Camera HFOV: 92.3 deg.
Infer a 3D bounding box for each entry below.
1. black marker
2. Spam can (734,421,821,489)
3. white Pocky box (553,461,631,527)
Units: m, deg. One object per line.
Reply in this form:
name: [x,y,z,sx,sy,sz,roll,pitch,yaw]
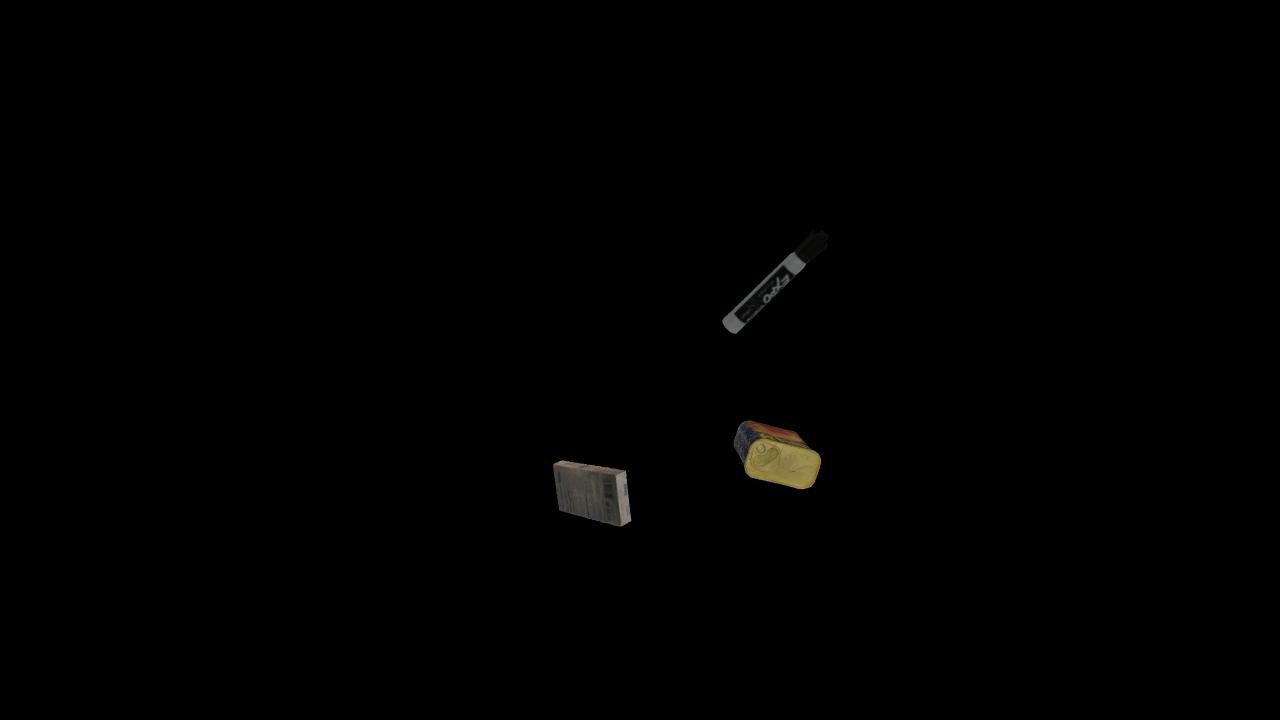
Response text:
black marker: [0.120,-0.069,0.549,0.020,0.020,0.121,0,-39,-50]
Spam can: [0.187,0.129,0.856,0.101,0.058,0.085,15,11,-6]
white Pocky box: [-0.079,0.212,0.988,0.154,0.084,0.028,-1,8,44]
